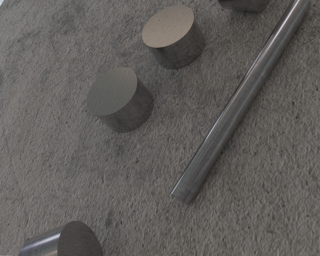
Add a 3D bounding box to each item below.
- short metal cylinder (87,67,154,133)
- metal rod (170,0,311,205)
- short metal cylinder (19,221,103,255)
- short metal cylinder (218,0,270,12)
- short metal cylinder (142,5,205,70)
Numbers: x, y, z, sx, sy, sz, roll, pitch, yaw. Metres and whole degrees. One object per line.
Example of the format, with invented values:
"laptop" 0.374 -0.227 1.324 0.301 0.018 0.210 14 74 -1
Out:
"short metal cylinder" -0.056 -0.039 0.442 0.080 0.050 0.080 -13 56 21
"metal rod" 0.103 -0.042 0.375 0.025 0.025 0.300 25 75 36
"short metal cylinder" -0.104 0.147 0.333 0.050 0.080 0.080 -25 53 13
"short metal cylinder" 0.121 -0.206 0.432 0.050 0.080 0.080 20 73 35
"short metal cylinder" 0.021 -0.134 0.459 0.080 0.050 0.080 -13 56 21
